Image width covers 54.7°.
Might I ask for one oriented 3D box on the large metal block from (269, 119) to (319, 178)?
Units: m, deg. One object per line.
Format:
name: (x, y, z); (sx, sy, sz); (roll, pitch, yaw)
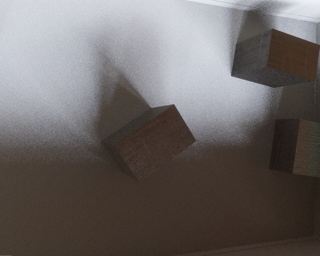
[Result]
large metal block: (0.224, 0.032, 0.479); (0.081, 0.050, 0.080); (11, 87, -20)

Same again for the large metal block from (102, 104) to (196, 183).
large metal block: (-0.017, 0.016, 0.375); (0.080, 0.080, 0.050); (-35, 102, -17)

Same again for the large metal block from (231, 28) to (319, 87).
large metal block: (0.161, -0.095, 0.440); (0.081, 0.080, 0.050); (11, 87, -20)
